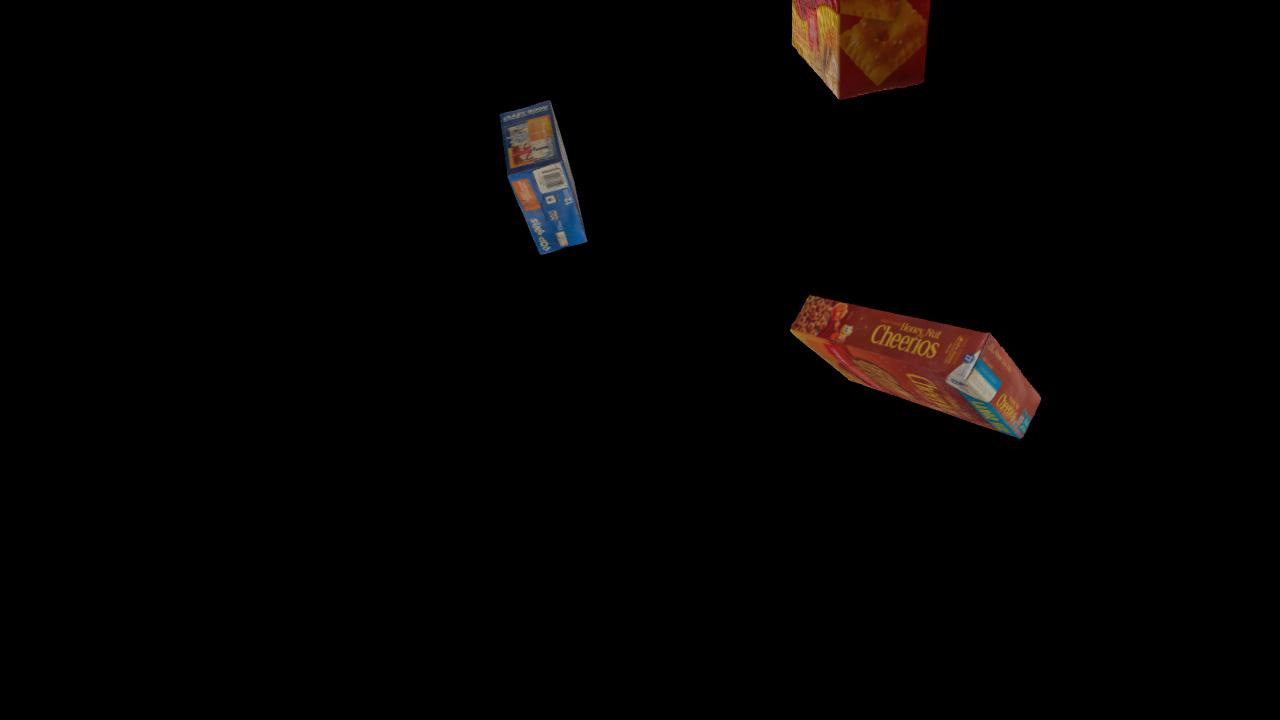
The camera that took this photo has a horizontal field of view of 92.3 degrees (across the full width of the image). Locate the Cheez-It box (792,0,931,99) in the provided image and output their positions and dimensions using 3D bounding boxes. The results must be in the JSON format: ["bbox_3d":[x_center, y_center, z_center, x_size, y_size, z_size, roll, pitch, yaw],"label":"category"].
[{"bbox_3d":[0.154,-0.329,0.443,0.071,0.223,0.166,-9,39,7],"label":"Cheez-It box"}]

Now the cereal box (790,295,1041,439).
[{"bbox_3d":[0.403,0.003,0.926,0.203,0.081,0.306,32,-3,-36],"label":"cereal box"}]

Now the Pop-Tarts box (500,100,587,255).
[{"bbox_3d":[-0.145,-0.274,0.938,0.083,0.141,0.167,-13,-31,0],"label":"Pop-Tarts box"}]
